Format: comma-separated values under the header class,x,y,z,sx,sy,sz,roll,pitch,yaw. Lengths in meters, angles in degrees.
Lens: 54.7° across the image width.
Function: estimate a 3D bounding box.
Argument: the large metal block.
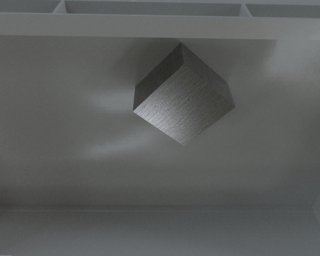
class,x,y,z,sx,sy,sz,roll,pitch,yaw
large metal block,0.026,-0.037,0.362,0.080,0.050,0.080,35,122,-26
